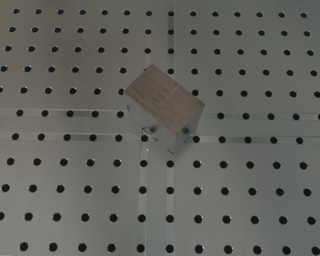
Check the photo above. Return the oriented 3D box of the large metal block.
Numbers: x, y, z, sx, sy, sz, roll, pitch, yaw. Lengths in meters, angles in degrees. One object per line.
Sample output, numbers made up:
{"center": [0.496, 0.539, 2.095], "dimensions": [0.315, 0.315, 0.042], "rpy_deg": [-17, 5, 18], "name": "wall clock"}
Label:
{"center": [0.004, -0.021, 0.390], "dimensions": [0.080, 0.080, 0.050], "rpy_deg": [40, 75, 13], "name": "large metal block"}
